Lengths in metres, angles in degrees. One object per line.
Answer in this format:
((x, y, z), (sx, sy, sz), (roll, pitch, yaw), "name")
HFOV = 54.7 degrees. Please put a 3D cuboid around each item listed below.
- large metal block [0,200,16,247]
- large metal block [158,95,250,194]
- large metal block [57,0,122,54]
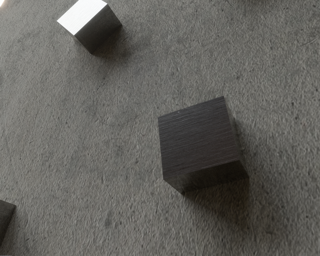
((-0.268, 0.141, 0.442), (0.080, 0.050, 0.080), (-4, 60, 26), "large metal block")
((0.047, 0.020, 0.350), (0.080, 0.050, 0.080), (-18, 55, 18), "large metal block")
((-0.132, -0.196, 0.578), (0.080, 0.050, 0.080), (-45, 51, -3), "large metal block")
